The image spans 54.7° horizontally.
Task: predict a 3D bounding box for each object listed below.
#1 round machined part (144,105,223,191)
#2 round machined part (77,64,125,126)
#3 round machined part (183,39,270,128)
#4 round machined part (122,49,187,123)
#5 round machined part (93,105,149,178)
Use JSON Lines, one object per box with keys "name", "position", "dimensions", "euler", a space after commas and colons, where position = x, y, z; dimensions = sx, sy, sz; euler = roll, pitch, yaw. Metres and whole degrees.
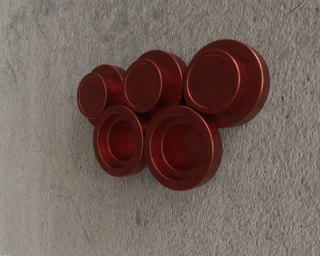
{"name": "round machined part", "position": [0.031, 0.023, 0.368], "dimensions": [0.098, 0.042, 0.097], "euler": [0, 90, 39]}
{"name": "round machined part", "position": [-0.087, -0.047, 0.465], "dimensions": [0.098, 0.042, 0.097], "euler": [0, 90, 39]}
{"name": "round machined part", "position": [0.065, -0.049, 0.341], "dimensions": [0.098, 0.042, 0.097], "euler": [0, 90, 39]}
{"name": "round machined part", "position": [-0.011, -0.053, 0.403], "dimensions": [0.098, 0.042, 0.097], "euler": [0, 90, 39]}
{"name": "round machined part", "position": [-0.045, 0.017, 0.430], "dimensions": [0.098, 0.042, 0.097], "euler": [0, 90, 39]}
